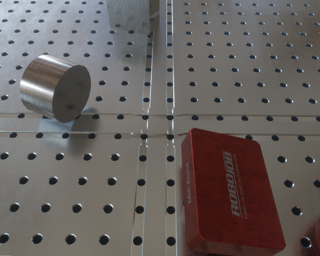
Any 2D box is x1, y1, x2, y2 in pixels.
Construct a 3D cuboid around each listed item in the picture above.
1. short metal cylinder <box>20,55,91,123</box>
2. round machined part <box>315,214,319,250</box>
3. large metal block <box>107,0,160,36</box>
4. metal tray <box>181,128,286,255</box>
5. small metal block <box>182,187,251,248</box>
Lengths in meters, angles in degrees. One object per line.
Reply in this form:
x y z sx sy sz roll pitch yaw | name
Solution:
-0.137 -0.052 0.415 0.050 0.080 0.080 20 53 16 | short metal cylinder
0.202 0.115 0.301 0.099 0.042 0.098 0 50 0 | round machined part
-0.047 -0.222 0.558 0.080 0.080 0.050 16 52 12 | large metal block
0.072 0.065 0.332 0.091 0.030 0.130 12 48 -14 | metal tray
0.059 0.091 0.331 0.050 0.025 0.050 -24 54 -19 | small metal block
